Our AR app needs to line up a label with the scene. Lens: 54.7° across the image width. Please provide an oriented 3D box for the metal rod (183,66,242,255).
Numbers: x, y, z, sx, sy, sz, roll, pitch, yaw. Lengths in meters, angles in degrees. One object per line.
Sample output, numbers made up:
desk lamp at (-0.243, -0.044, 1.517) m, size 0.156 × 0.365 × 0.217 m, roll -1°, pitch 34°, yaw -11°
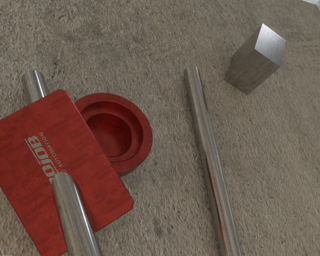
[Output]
metal rod at (0.068, 0.042, 0.416) m, size 0.025 × 0.025 × 0.299 m, roll 6°, pitch 59°, yaw -25°

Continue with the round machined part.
round machined part at (-0.062, 0.011, 0.354) m, size 0.099 × 0.042 × 0.098 m, roll 14°, pitch 56°, yaw -21°

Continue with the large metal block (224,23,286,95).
large metal block at (0.162, -0.116, 0.530) m, size 0.050 × 0.080 × 0.080 m, roll 33°, pitch 51°, yaw -7°

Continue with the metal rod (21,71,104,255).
metal rod at (-0.086, 0.053, 0.281) m, size 0.025 × 0.025 × 0.299 m, roll -7°, pitch 51°, yaw -32°

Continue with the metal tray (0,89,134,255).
metal tray at (-0.095, 0.041, 0.290) m, size 0.090 × 0.030 × 0.130 m, roll -31°, pitch 87°, yaw -11°
